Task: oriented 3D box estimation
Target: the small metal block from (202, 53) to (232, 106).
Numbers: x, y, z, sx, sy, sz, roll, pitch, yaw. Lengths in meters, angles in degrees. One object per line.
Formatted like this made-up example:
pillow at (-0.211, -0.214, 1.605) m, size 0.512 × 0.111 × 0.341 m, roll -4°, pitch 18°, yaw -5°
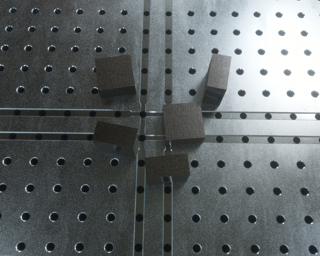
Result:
small metal block at (0.077, -0.065, 0.423) m, size 0.025 × 0.050 × 0.050 m, roll 11°, pitch 70°, yaw 4°

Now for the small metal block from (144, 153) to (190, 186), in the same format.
small metal block at (0.008, 0.052, 0.380) m, size 0.050 × 0.050 × 0.025 m, roll -6°, pitch 70°, yaw -3°

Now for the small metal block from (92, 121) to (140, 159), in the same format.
small metal block at (-0.053, 0.016, 0.392) m, size 0.050 × 0.050 × 0.025 m, roll 11°, pitch 71°, yaw 4°

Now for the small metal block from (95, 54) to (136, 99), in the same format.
small metal block at (-0.063, -0.073, 0.438) m, size 0.050 × 0.025 × 0.050 m, roll -8°, pitch 70°, yaw -4°

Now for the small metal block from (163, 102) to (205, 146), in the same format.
small metal block at (0.031, -0.005, 0.414) m, size 0.050 × 0.025 × 0.050 m, roll -4°, pitch 70°, yaw -2°
